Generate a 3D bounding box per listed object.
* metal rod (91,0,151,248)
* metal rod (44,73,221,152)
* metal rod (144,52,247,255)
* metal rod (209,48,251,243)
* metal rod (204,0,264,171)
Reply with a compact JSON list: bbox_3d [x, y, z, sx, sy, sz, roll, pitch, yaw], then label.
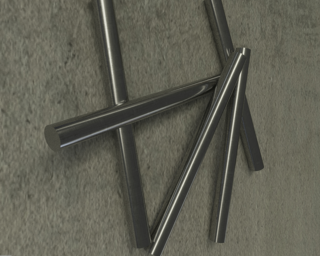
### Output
[{"bbox_3d":[-0.044,-0.002,0.368,0.025,0.025,0.298,-14,99,-39],"label":"metal rod"},{"bbox_3d":[0.001,-0.033,0.382,0.302,0.025,0.025,-23,105,-46],"label":"metal rod"},{"bbox_3d":[0.053,0.028,0.428,0.025,0.025,0.299,33,76,-36],"label":"metal rod"},{"bbox_3d":[0.109,0.027,0.481,0.025,0.025,0.298,7,91,-40],"label":"metal rod"},{"bbox_3d":[0.126,-0.065,0.513,0.025,0.025,0.298,-31,109,-36],"label":"metal rod"}]
